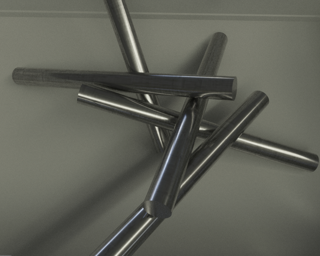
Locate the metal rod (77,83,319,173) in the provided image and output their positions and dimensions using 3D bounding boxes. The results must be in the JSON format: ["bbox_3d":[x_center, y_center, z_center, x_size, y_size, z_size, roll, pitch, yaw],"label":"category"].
[{"bbox_3d":[0.052,0.002,0.377,0.302,0.025,0.025,17,70,-8],"label":"metal rod"}]

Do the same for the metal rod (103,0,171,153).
[{"bbox_3d":[-0.041,-0.112,0.379,0.025,0.025,0.298,-20,99,-7],"label":"metal rod"}]

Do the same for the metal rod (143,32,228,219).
[{"bbox_3d":[0.043,-0.032,0.357,0.025,0.025,0.301,19,46,6],"label":"metal rod"}]

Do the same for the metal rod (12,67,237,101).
[{"bbox_3d":[-0.061,-0.057,0.376,0.301,0.025,0.025,7,69,23],"label":"metal rod"}]

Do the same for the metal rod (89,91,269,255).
[{"bbox_3d":[0.029,0.046,0.312,0.025,0.025,0.302,41,57,13],"label":"metal rod"}]
